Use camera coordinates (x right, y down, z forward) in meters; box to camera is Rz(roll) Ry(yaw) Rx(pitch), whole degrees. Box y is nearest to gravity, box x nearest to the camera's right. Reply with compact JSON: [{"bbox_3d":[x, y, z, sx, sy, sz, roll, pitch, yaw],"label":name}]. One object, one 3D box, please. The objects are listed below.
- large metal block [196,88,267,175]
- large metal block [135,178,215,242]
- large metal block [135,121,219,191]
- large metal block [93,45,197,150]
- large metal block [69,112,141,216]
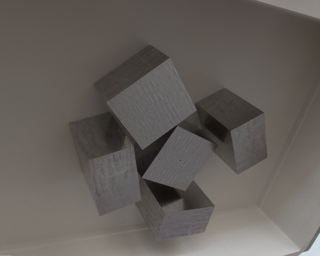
[{"bbox_3d":[0.099,0.003,0.429,0.050,0.080,0.080,-28,128,-11],"label":"large metal block"},{"bbox_3d":[0.019,0.111,0.453,0.081,0.080,0.050,1,118,-29],"label":"large metal block"},{"bbox_3d":[0.018,0.031,0.421,0.080,0.050,0.080,25,105,-37],"label":"large metal block"},{"bbox_3d":[-0.016,-0.035,0.361,0.080,0.050,0.080,-36,130,-4],"label":"large metal block"},{"bbox_3d":[-0.064,0.039,0.362,0.050,0.080,0.079,-18,126,-19],"label":"large metal block"}]
